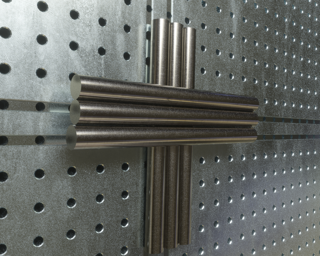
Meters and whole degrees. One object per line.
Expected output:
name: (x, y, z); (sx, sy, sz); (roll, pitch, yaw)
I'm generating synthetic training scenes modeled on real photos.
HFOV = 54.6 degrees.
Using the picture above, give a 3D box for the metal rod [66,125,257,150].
metal rod: (0.029, 0.010, 0.400); (0.302, 0.025, 0.025); (1, 90, -40)

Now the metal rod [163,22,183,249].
metal rod: (0.015, 0.009, 0.421); (0.025, 0.025, 0.298); (2, 89, -40)

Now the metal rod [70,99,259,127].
metal rod: (0.032, -0.015, 0.402); (0.302, 0.025, 0.025); (1, 90, -40)

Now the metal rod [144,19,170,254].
metal rod: (-0.004, 0.010, 0.405); (0.025, 0.025, 0.298); (2, 89, -40)

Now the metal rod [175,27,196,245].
metal rod: (0.035, 0.010, 0.437); (0.025, 0.025, 0.298); (2, 89, -40)

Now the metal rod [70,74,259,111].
metal rod: (0.033, -0.040, 0.403); (0.302, 0.025, 0.025); (1, 90, -40)
